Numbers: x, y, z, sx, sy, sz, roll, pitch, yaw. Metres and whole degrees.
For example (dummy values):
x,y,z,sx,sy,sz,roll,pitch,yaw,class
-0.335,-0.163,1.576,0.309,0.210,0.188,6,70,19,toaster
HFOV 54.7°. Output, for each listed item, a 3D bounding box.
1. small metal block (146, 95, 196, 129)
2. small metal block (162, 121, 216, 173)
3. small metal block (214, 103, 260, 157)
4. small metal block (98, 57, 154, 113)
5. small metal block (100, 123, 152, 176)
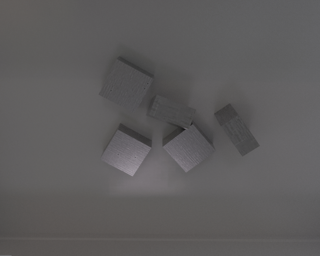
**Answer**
x,y,z,sx,sy,sz,roll,pitch,yaw,class
0.012,-0.019,0.388,0.050,0.050,0.025,20,89,-7,small metal block
0.039,0.023,0.420,0.050,0.025,0.050,-38,106,13,small metal block
0.098,0.001,0.399,0.025,0.050,0.050,-35,107,12,small metal block
-0.042,-0.055,0.391,0.050,0.025,0.050,27,108,-10,small metal block
-0.046,0.030,0.422,0.050,0.025,0.050,30,107,-11,small metal block
